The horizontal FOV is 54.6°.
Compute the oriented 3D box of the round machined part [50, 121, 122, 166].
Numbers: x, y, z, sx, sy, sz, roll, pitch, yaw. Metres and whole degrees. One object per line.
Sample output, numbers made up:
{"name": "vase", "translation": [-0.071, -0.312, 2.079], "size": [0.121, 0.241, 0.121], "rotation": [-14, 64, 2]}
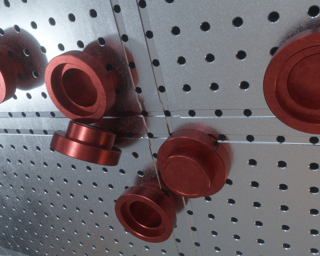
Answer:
{"name": "round machined part", "translation": [-0.101, 0.018, 0.442], "size": [0.098, 0.098, 0.042], "rotation": [18, 90, 18]}

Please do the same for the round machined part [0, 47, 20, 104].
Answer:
{"name": "round machined part", "translation": [-0.262, -0.089, 0.485], "size": [0.098, 0.042, 0.097], "rotation": [13, 124, 21]}

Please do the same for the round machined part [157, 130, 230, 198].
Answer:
{"name": "round machined part", "translation": [0.040, 0.054, 0.413], "size": [0.098, 0.042, 0.097], "rotation": [13, 124, 21]}

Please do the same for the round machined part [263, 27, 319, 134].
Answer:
{"name": "round machined part", "translation": [0.152, -0.046, 0.292], "size": [0.098, 0.042, 0.097], "rotation": [13, 124, 21]}

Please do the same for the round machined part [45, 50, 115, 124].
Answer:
{"name": "round machined part", "translation": [-0.102, -0.058, 0.419], "size": [0.098, 0.042, 0.097], "rotation": [13, 124, 21]}

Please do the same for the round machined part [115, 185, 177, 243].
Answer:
{"name": "round machined part", "translation": [-0.018, 0.130, 0.491], "size": [0.098, 0.042, 0.097], "rotation": [13, 124, 20]}
